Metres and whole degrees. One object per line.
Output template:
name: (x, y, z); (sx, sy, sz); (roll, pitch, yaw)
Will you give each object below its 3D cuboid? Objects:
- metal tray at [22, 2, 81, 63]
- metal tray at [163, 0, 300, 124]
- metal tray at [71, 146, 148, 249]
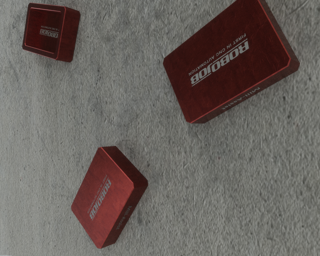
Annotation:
metal tray: (-0.203, -0.177, 0.569); (0.130, 0.030, 0.089); (22, 104, 37)
metal tray: (0.071, -0.071, 0.343); (0.130, 0.030, 0.090); (-32, 70, 35)
metal tray: (-0.080, 0.103, 0.468); (0.090, 0.030, 0.129); (42, 115, 31)
